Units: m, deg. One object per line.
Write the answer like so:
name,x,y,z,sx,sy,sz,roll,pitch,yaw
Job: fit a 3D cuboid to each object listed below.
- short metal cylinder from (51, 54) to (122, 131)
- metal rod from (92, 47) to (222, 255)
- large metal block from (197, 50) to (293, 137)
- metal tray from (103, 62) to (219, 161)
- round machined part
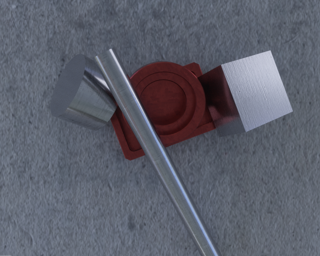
short metal cylinder,-0.090,-0.042,0.376,0.050,0.080,0.080,24,90,-36
metal rod,0.006,0.048,0.367,0.025,0.025,0.299,-27,107,0
large metal block,0.105,-0.042,0.383,0.081,0.050,0.080,-20,90,-26
metal tray,0.003,-0.021,0.409,0.131,0.030,0.090,-21,90,-1
round machined part,0.003,-0.032,0.379,0.099,0.042,0.097,-1,105,-5
